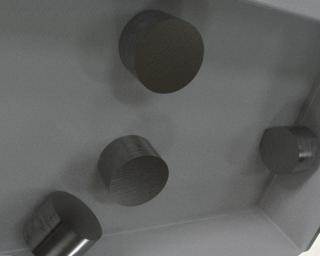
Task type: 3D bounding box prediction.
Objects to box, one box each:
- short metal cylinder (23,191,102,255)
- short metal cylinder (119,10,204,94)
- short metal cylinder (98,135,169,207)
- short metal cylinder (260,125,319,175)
[{"bbox_3d":[-0.120,0.126,0.386,0.050,0.080,0.080,-46,130,3],"label":"short metal cylinder"},{"bbox_3d":[0.001,-0.084,0.342,0.081,0.050,0.079,-14,125,-21],"label":"short metal cylinder"},{"bbox_3d":[-0.036,0.056,0.409,0.081,0.050,0.079,-14,125,-21],"label":"short metal cylinder"},{"bbox_3d":[0.215,0.036,0.516,0.050,0.080,0.079,-3,120,-28],"label":"short metal cylinder"}]
